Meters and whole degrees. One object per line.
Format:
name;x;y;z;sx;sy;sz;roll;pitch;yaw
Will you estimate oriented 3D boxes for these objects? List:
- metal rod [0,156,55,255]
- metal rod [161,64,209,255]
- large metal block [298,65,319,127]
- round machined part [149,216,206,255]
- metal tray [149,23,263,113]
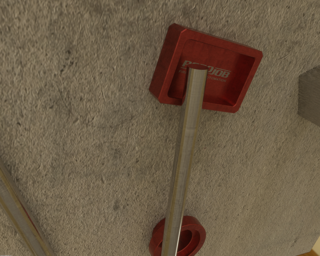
metal rod;-0.176;0.078;0.359;0.025;0.025;0.298;-21;127;-16
metal rod;0.028;0.063;0.416;0.025;0.025;0.298;-7;119;-25
large metal block;0.271;-0.046;0.494;0.050;0.080;0.080;-27;128;-12
round machined part;0.026;0.186;0.527;0.099;0.042;0.097;-14;124;-21
metal tray;0.060;-0.071;0.394;0.131;0.030;0.089;5;116;-31
